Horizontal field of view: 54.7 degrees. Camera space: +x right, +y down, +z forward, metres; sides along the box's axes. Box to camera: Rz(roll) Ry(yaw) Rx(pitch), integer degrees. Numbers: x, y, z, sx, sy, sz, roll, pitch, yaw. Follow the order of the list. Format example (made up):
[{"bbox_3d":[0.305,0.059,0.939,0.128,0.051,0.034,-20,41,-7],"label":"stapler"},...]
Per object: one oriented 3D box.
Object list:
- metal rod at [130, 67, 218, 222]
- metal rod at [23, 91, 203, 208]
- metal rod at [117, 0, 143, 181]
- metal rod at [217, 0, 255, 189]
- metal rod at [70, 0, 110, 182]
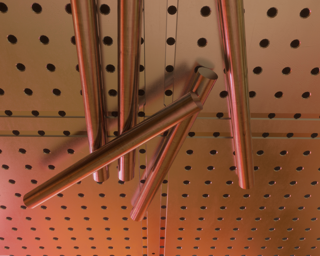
[{"bbox_3d":[0.008,0.044,0.449,0.025,0.025,0.298,14,129,-12],"label":"metal rod"},{"bbox_3d":[-0.077,0.039,0.409,0.300,0.025,0.025,-31,124,23],"label":"metal rod"},{"bbox_3d":[-0.039,-0.041,0.375,0.025,0.025,0.298,3,130,-4],"label":"metal rod"},{"bbox_3d":[0.101,-0.024,0.392,0.025,0.025,0.299,-11,130,8],"label":"metal rod"},{"bbox_3d":[-0.081,-0.040,0.375,0.025,0.025,0.298,2,130,-2],"label":"metal rod"}]
